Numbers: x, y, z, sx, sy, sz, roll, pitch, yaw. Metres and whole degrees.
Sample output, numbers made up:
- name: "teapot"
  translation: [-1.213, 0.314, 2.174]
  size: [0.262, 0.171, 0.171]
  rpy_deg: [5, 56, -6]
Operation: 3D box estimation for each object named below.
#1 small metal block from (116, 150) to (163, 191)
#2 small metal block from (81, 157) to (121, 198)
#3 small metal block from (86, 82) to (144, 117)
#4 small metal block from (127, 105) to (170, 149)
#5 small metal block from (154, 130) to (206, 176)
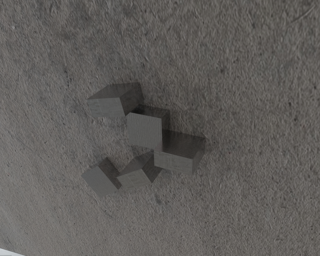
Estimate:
- name: "small metal block"
  translation: [-0.025, 0.059, 0.441]
  size: [0.050, 0.050, 0.025]
  rpy_deg: [-23, 106, 36]
- name: "small metal block"
  translation: [-0.093, 0.082, 0.506]
  size: [0.050, 0.025, 0.050]
  rpy_deg: [-30, 102, 38]
- name: "small metal block"
  translation: [-0.056, -0.037, 0.398]
  size: [0.050, 0.050, 0.025]
  rpy_deg: [0, 118, 28]
- name: "small metal block"
  translation: [-0.015, -0.001, 0.414]
  size: [0.050, 0.025, 0.050]
  rpy_deg: [12, 124, 21]
- name: "small metal block"
  translation: [0.026, 0.030, 0.396]
  size: [0.050, 0.050, 0.025]
  rpy_deg: [12, 124, 21]
